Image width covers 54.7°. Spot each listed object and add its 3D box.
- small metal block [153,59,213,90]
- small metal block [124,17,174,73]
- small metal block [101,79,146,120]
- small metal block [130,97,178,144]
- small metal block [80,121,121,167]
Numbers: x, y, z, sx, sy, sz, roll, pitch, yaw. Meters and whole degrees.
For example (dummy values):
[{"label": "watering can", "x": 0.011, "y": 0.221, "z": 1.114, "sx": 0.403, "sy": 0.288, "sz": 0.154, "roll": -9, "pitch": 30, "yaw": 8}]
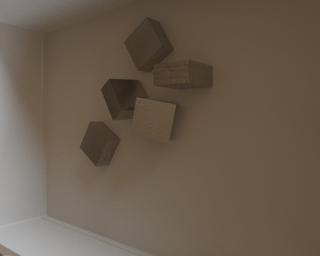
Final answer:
[{"label": "small metal block", "x": 0.028, "y": -0.062, "z": 0.368, "sx": 0.050, "sy": 0.050, "sz": 0.025, "roll": 1, "pitch": 91, "yaw": 40}, {"label": "small metal block", "x": -0.016, "y": -0.112, "z": 0.420, "sx": 0.050, "sy": 0.025, "sz": 0.050, "roll": -38, "pitch": 67, "yaw": 33}, {"label": "small metal block", "x": -0.046, "y": -0.040, "z": 0.427, "sx": 0.025, "sy": 0.050, "sz": 0.050, "roll": -42, "pitch": 64, "yaw": 41}, {"label": "small metal block", "x": -0.007, "y": -0.011, "z": 0.398, "sx": 0.050, "sy": 0.025, "sz": 0.050, "roll": 11, "pitch": 99, "yaw": 5}, {"label": "small metal block", "x": -0.095, "y": 0.024, "z": 0.485, "sx": 0.050, "sy": 0.025, "sz": 0.050, "roll": 41, "pitch": 115, "yaw": 32}]
